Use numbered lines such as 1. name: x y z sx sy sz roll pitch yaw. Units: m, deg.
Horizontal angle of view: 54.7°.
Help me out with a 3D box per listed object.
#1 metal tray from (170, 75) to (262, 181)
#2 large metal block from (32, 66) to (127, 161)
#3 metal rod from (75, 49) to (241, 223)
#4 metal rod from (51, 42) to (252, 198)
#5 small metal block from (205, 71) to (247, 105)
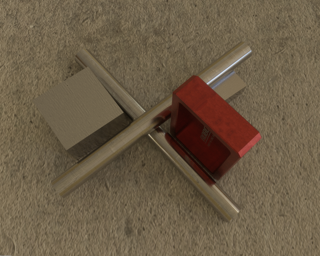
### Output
1. metal tray: 0.054 0.007 0.351 0.030 0.130 0.090 -41 75 -13
2. large metal block: -0.100 -0.018 0.400 0.080 0.050 0.080 -35 74 -12
3. metal rod: -0.012 0.000 0.409 0.025 0.025 0.300 -40 75 -13
4. metal rod: -0.001 -0.018 0.389 0.301 0.025 0.025 -37 75 -13
5. small metal block: 0.083 -0.059 0.432 0.050 0.025 0.050 -34 74 -12
